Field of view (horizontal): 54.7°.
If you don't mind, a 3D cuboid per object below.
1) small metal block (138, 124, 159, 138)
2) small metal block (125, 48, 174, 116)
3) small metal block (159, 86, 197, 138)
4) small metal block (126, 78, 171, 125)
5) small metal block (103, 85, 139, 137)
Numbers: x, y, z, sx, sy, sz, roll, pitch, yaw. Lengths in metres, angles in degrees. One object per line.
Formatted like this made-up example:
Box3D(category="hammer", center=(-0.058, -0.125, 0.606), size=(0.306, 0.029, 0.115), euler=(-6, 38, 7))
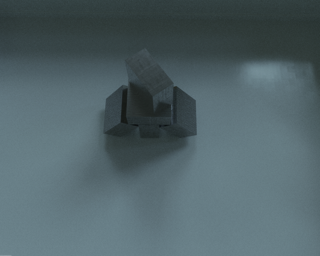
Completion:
Box3D(category="small metal block", center=(-0.013, -0.019, 0.401), size=(0.025, 0.050, 0.050), euler=(1, 70, 0))
Box3D(category="small metal block", center=(-0.011, -0.048, 0.331), size=(0.025, 0.050, 0.050), euler=(-34, 73, -11))
Box3D(category="small metal block", center=(0.024, -0.019, 0.399), size=(0.025, 0.050, 0.050), euler=(-13, 66, 32))
Box3D(category="small metal block", center=(-0.012, -0.032, 0.365), size=(0.050, 0.025, 0.050), euler=(1, 70, 0))
Box3D(category="small metal block", center=(-0.049, -0.021, 0.398), size=(0.025, 0.050, 0.050), euler=(13, 66, -31))
